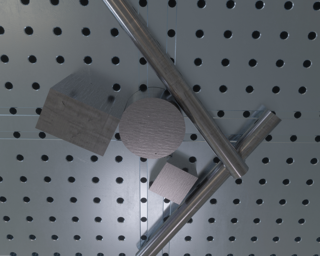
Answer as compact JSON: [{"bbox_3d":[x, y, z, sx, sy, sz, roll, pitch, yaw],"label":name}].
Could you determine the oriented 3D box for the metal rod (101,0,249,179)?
[{"bbox_3d":[0.016,-0.058,0.378,0.025,0.025,0.300,-35,102,12],"label":"metal rod"}]

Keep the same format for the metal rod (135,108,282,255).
[{"bbox_3d":[0.061,0.094,0.448,0.025,0.025,0.299,35,106,-12],"label":"metal rod"}]

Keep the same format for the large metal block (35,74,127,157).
[{"bbox_3d":[-0.090,-0.019,0.376,0.080,0.080,0.050,24,108,-9],"label":"large metal block"}]

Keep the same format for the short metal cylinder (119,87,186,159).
[{"bbox_3d":[-0.009,-0.007,0.397,0.081,0.050,0.079,0,111,0],"label":"short metal cylinder"}]

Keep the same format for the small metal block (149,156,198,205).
[{"bbox_3d":[0.018,0.073,0.441,0.050,0.025,0.050,28,108,-10],"label":"small metal block"}]
